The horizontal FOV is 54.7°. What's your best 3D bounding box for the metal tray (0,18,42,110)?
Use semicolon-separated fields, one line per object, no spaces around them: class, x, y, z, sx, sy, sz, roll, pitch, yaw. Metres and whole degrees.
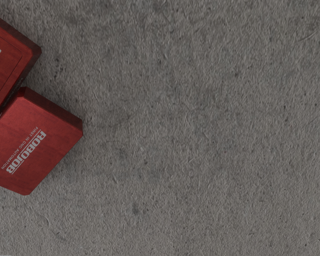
metal tray;-0.220;-0.071;0.378;0.090;0.030;0.130;37;106;-13

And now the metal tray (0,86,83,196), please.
metal tray;-0.174;0.021;0.399;0.090;0.030;0.130;35;107;-31
